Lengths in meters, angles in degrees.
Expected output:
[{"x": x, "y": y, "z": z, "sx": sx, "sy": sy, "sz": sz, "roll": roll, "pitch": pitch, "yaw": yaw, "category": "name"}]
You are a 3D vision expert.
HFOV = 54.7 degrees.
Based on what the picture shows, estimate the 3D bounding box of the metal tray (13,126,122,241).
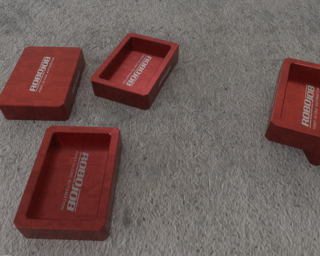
[{"x": -0.096, "y": 0.057, "z": 0.351, "sx": 0.091, "sy": 0.030, "sz": 0.130, "roll": 2, "pitch": 50, "yaw": 1, "category": "metal tray"}]

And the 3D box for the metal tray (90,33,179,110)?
[{"x": -0.034, "y": -0.092, "z": 0.476, "sx": 0.090, "sy": 0.030, "sz": 0.130, "roll": 17, "pitch": 52, "yaw": 14, "category": "metal tray"}]

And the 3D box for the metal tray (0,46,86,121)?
[{"x": -0.169, "y": -0.069, "z": 0.457, "sx": 0.091, "sy": 0.030, "sz": 0.130, "roll": 2, "pitch": 50, "yaw": 1, "category": "metal tray"}]

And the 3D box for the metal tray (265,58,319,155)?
[{"x": 0.189, "y": -0.030, "z": 0.386, "sx": 0.090, "sy": 0.030, "sz": 0.130, "roll": 16, "pitch": 52, "yaw": 13, "category": "metal tray"}]

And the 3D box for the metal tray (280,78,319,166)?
[{"x": 0.222, "y": -0.016, "z": 0.415, "sx": 0.091, "sy": 0.030, "sz": 0.130, "roll": -6, "pitch": 50, "yaw": -5, "category": "metal tray"}]
